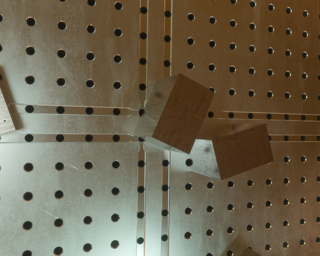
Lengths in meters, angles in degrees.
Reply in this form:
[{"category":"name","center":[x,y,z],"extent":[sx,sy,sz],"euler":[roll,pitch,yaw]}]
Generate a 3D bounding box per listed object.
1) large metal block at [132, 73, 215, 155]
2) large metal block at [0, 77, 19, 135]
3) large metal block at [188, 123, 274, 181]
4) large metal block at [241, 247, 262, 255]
[{"category":"large metal block","center":[0.014,-0.016,0.390],"extent":[0.050,0.080,0.080],"euler":[26,81,-19]},{"category":"large metal block","center":[-0.205,-0.023,0.324],"extent":[0.081,0.050,0.080],"euler":[-19,97,-19]},{"category":"large metal block","center":[0.090,0.028,0.418],"extent":[0.081,0.080,0.050],"euler":[-16,96,-20]},{"category":"large metal block","center":[0.141,0.241,0.454],"extent":[0.080,0.050,0.080],"euler":[-43,104,-15]}]
